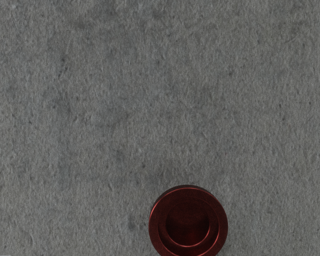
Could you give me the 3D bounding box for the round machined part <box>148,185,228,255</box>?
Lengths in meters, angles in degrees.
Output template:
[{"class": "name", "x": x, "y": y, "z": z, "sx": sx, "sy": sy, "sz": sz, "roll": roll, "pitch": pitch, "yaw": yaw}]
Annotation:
[{"class": "round machined part", "x": 0.035, "y": 0.122, "z": 0.402, "sx": 0.099, "sy": 0.042, "sz": 0.097, "roll": 0, "pitch": 90, "yaw": -1}]
